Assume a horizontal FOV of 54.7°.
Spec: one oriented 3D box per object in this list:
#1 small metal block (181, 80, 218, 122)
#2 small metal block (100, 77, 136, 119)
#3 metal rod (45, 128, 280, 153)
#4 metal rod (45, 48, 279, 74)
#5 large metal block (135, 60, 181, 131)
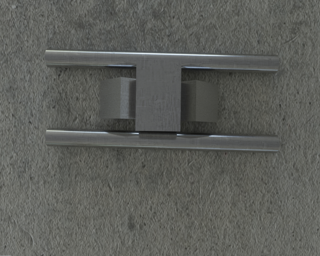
[{"bbox_3d":[0.051,-0.033,0.398,0.025,0.050,0.050,0,90,41],"label":"small metal block"},{"bbox_3d":[-0.053,-0.037,0.397,0.025,0.050,0.050,1,91,-40],"label":"small metal block"},{"bbox_3d":[0.004,0.017,0.411,0.302,0.025,0.025,2,90,-1],"label":"metal rod"},{"bbox_3d":[0.003,-0.089,0.411,0.302,0.025,0.025,1,90,-1],"label":"metal rod"},{"bbox_3d":[-0.002,-0.037,0.386,0.050,0.080,0.079,1,90,0],"label":"large metal block"}]
